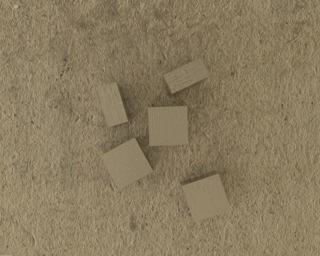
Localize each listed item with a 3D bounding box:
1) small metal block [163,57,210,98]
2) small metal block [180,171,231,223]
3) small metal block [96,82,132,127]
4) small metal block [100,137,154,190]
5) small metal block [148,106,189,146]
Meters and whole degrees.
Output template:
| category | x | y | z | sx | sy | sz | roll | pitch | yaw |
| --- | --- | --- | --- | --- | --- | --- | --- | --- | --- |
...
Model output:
| category | x | y | z | sx | sy | sz | roll | pitch | yaw |
| --- | --- | --- | --- | --- | --- | --- | --- | --- | --- |
| small metal block | 0.032 | -0.063 | 0.398 | 0.050 | 0.050 | 0.025 | -25 | 90 | 0 |
| small metal block | 0.060 | 0.090 | 0.410 | 0.050 | 0.025 | 0.050 | -19 | 90 | 0 |
| small metal block | -0.057 | -0.028 | 0.397 | 0.025 | 0.050 | 0.050 | -17 | 90 | 0 |
| small metal block | -0.043 | 0.046 | 0.410 | 0.050 | 0.025 | 0.050 | -28 | 90 | 0 |
| small metal block | 0.011 | -0.003 | 0.410 | 0.050 | 0.025 | 0.050 | -2 | 90 | 0 |
